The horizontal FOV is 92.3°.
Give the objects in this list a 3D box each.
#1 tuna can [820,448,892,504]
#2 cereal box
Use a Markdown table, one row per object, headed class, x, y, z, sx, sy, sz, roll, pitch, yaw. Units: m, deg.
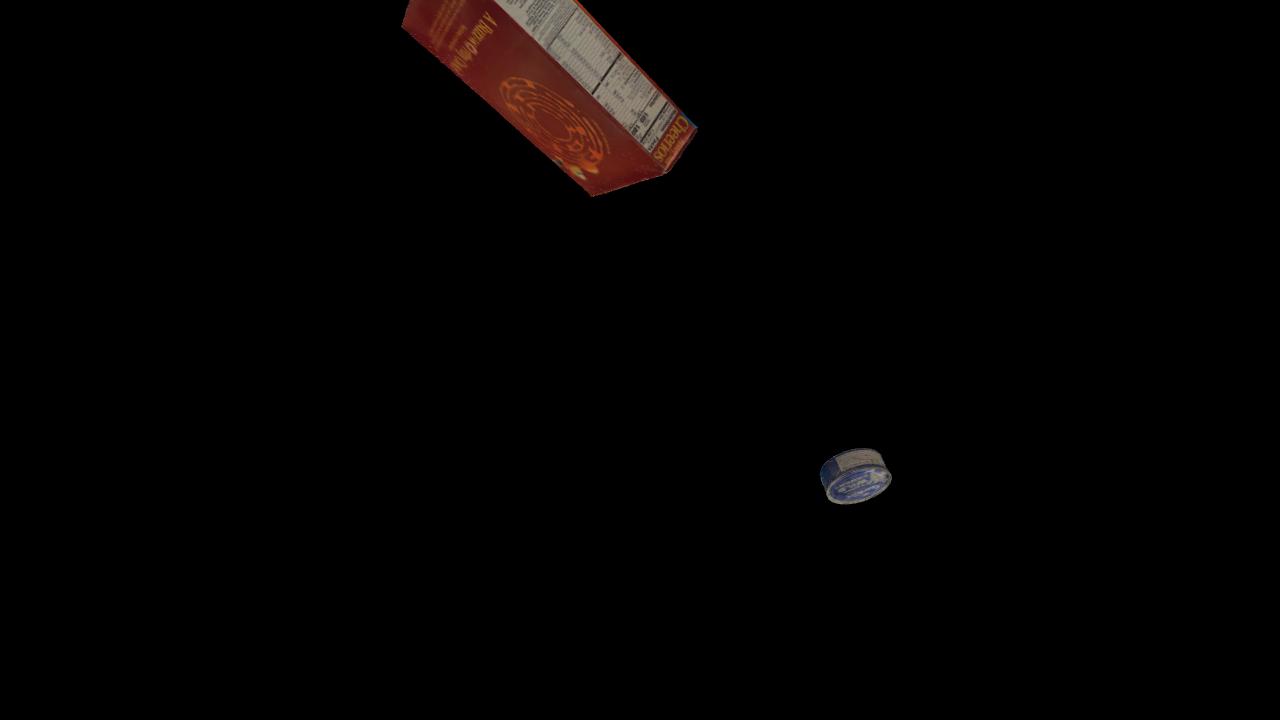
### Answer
| class | x | y | z | sx | sy | sz | roll | pitch | yaw |
| --- | --- | --- | --- | --- | --- | --- | --- | --- | --- |
| tuna can | 0.276 | 0.150 | 0.793 | 0.084 | 0.034 | 0.084 | -5 | -44 | -5 |
| cereal box | -0.105 | -0.321 | 0.696 | 0.306 | 0.081 | 0.203 | 36 | -11 | -26 |
